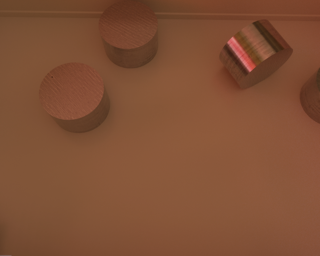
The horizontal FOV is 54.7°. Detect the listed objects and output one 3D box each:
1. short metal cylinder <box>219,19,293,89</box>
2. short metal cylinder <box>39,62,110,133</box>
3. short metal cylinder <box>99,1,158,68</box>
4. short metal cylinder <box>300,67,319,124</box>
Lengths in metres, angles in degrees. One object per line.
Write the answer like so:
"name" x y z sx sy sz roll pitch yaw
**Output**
"short metal cylinder" 0.128 -0.098 0.417 0.080 0.080 0.050 -28 73 -10
"short metal cylinder" -0.110 -0.039 0.410 0.081 0.050 0.080 0 70 0
"short metal cylinder" -0.043 -0.133 0.445 0.081 0.050 0.080 0 70 0
"short metal cylinder" 0.239 -0.047 0.415 0.081 0.050 0.080 0 70 0
